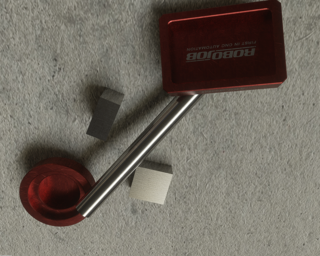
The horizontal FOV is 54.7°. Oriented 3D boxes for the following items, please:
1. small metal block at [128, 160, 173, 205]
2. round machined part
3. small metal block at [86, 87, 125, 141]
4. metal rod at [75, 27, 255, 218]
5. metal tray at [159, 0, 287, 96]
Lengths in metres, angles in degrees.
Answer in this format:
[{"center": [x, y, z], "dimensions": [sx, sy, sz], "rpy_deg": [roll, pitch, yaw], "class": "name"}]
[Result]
[{"center": [-0.013, 0.075, 0.437], "dimensions": [0.050, 0.025, 0.050], "rpy_deg": [14, 109, -6], "class": "small metal block"}, {"center": [-0.137, 0.084, 0.430], "dimensions": [0.099, 0.042, 0.097], "rpy_deg": [0, 110, -1], "class": "round machined part"}, {"center": [-0.068, -0.018, 0.389], "dimensions": [0.025, 0.050, 0.050], "rpy_deg": [22, 108, -8], "class": "small metal block"}, {"center": [0.003, -0.003, 0.385], "dimensions": [0.025, 0.025, 0.300], "rpy_deg": [42, 96, -14], "class": "metal rod"}, {"center": [0.068, -0.086, 0.347], "dimensions": [0.131, 0.030, 0.089], "rpy_deg": [-4, 87, 11], "class": "metal tray"}]
